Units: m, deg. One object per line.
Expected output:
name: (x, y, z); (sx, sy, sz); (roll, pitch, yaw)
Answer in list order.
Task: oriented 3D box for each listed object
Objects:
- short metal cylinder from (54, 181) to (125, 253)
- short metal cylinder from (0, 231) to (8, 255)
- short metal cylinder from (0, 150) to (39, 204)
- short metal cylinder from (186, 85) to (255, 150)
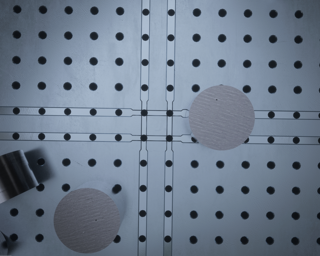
short metal cylinder: (-0.089, 0.112, 0.400); (0.081, 0.050, 0.079); (0, 90, 0)
short metal cylinder: (-0.241, 0.154, 0.384); (0.050, 0.080, 0.080); (-42, 90, 0)
short metal cylinder: (-0.200, 0.067, 0.384); (0.080, 0.080, 0.050); (-25, 90, 0)
short metal cylinder: (0.075, -0.013, 0.401); (0.081, 0.050, 0.079); (0, 90, 0)
